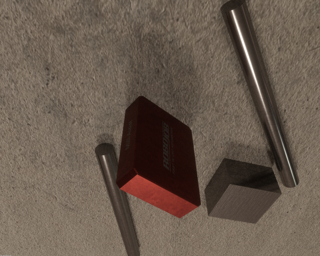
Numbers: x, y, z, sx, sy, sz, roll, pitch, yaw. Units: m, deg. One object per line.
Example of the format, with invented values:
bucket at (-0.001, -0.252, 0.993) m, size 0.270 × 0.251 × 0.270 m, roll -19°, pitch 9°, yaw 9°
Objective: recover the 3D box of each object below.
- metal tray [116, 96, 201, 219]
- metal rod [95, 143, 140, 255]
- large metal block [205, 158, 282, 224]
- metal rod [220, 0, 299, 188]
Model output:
metal tray at (0.000, 0.029, 0.363) m, size 0.090 × 0.130 × 0.030 m, roll 33°, pitch 123°, yaw -25°
metal rod at (-0.065, 0.142, 0.527) m, size 0.025 × 0.025 × 0.298 m, roll -4°, pitch 130°, yaw 3°
large metal block at (0.124, 0.098, 0.477) m, size 0.081 × 0.050 × 0.079 m, roll 12°, pitch 129°, yaw -11°
metal rod at (0.137, -0.020, 0.392) m, size 0.025 × 0.025 × 0.299 m, roll -21°, pitch 128°, yaw 16°
